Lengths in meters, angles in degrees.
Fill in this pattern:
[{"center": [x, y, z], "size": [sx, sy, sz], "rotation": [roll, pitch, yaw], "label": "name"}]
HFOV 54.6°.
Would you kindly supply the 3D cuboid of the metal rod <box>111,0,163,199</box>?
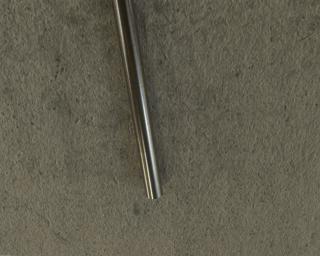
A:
[{"center": [-0.028, -0.044, 0.393], "size": [0.025, 0.025, 0.298], "rotation": [-7, 110, 3], "label": "metal rod"}]
